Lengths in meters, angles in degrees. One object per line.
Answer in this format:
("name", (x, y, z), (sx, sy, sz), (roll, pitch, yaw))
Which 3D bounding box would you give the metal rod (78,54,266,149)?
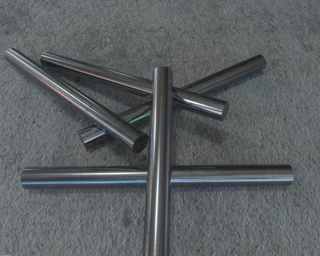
("metal rod", (0.031, -0.045, 0.440), (0.302, 0.025, 0.025), (-25, 55, -20))

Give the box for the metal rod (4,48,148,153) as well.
("metal rod", (-0.130, -0.050, 0.422), (0.300, 0.025, 0.025), (32, 57, 32))

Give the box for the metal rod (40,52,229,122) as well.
("metal rod", (-0.051, -0.064, 0.432), (0.301, 0.025, 0.025), (19, 52, 24))

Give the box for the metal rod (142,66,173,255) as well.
("metal rod", (-0.001, 0.061, 0.316), (0.025, 0.025, 0.299), (2, 61, 1))

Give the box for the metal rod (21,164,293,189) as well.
("metal rod", (-0.002, 0.056, 0.356), (0.302, 0.025, 0.025), (-1, 50, -1))
